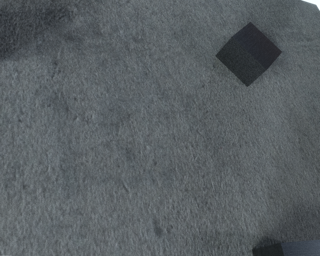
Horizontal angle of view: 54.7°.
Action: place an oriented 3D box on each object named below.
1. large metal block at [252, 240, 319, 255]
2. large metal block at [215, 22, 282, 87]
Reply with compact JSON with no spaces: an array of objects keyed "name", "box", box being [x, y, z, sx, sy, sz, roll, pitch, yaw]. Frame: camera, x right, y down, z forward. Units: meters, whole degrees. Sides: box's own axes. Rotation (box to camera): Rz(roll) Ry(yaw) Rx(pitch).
[{"name":"large metal block","box":[0.168,0.181,0.370,0.081,0.050,0.080,7,59,-25]},{"name":"large metal block","box":[0.161,-0.134,0.559,0.080,0.050,0.080,45,51,2]}]
